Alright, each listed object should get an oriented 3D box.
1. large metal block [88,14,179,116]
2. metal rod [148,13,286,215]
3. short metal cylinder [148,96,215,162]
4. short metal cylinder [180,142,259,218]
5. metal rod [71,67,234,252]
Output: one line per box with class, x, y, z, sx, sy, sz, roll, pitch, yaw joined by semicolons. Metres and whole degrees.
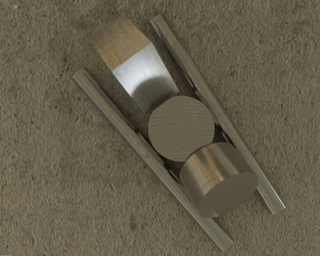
large metal block;-0.031;-0.074;0.368;0.050;0.080;0.080;-36;49;0
metal rod;0.076;-0.018;0.411;0.025;0.025;0.299;-33;90;0
short metal cylinder;0.026;0.001;0.399;0.081;0.050;0.080;0;90;0
short metal cylinder;0.071;0.064;0.378;0.080;0.080;0.050;-31;48;0
metal rod;-0.009;0.041;0.410;0.025;0.025;0.300;-41;90;0
